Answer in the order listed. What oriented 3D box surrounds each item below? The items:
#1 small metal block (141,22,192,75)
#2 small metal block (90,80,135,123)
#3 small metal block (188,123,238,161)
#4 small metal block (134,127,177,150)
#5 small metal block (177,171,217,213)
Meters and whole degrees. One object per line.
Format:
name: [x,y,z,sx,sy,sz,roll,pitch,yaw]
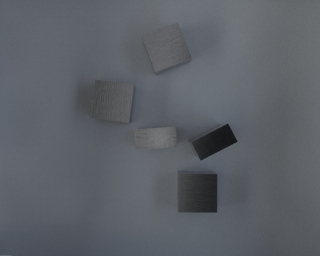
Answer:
small metal block: [0.009,-0.104,0.411,0.050,0.025,0.050,-21,90,0]
small metal block: [-0.062,-0.034,0.411,0.050,0.025,0.050,7,90,0]
small metal block: [0.066,0.017,0.399,0.050,0.050,0.025,-27,90,0]
small metal block: [-0.005,0.012,0.399,0.050,0.050,0.025,-4,90,0]
small metal block: [0.049,0.084,0.412,0.050,0.025,0.050,0,90,0]
